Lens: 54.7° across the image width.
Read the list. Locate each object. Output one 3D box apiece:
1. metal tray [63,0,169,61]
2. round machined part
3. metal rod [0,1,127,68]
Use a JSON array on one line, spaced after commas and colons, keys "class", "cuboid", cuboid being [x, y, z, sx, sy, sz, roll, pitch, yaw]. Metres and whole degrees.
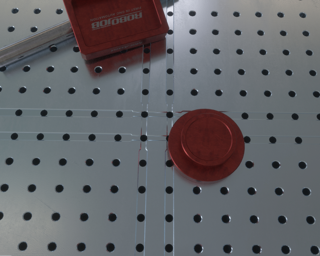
[{"class": "metal tray", "cuboid": [-0.062, -0.160, 0.449, 0.131, 0.030, 0.090, -18, 90, -10]}, {"class": "round machined part", "cuboid": [0.059, 0.019, 0.396, 0.099, 0.042, 0.098, 0, 70, 0]}, {"class": "metal rod", "cuboid": [-0.106, -0.165, 0.471, 0.302, 0.025, 0.025, -27, 73, -10]}]
